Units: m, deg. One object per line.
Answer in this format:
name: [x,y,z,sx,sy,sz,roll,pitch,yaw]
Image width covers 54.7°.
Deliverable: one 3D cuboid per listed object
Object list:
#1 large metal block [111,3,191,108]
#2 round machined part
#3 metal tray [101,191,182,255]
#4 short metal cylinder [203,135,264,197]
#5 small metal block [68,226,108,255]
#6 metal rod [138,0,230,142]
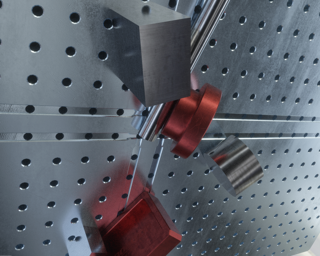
large metal block: [-0.010,-0.079,0.323,0.050,0.080,0.079,-17,125,-19]
round machined part: [0.034,-0.014,0.388,0.042,0.098,0.097,27,106,-2]
metal tray: [-0.041,0.168,0.452,0.130,0.090,0.030,-45,130,2]
short metal cylinder: [0.111,0.058,0.475,0.050,0.080,0.080,-34,129,-7]
small metal block: [-0.106,0.180,0.450,0.025,0.050,0.050,22,107,-37]
metal rod: [0.050,-0.115,0.368,0.025,0.025,0.298,16,110,-35]
